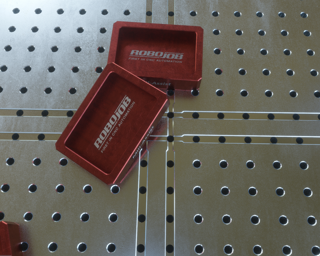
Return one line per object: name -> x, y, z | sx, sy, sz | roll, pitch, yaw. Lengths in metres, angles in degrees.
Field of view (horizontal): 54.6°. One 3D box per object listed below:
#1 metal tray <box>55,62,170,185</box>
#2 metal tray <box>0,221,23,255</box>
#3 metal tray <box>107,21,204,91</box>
metal tray -> -0.059, -0.006, 0.393 | 0.090, 0.030, 0.130 | 32, 88, 11
metal tray -> -0.224, 0.168, 0.346 | 0.131, 0.030, 0.090 | -17, 71, -6
metal tray -> -0.005, -0.105, 0.447 | 0.131, 0.030, 0.090 | 4, 70, 1
